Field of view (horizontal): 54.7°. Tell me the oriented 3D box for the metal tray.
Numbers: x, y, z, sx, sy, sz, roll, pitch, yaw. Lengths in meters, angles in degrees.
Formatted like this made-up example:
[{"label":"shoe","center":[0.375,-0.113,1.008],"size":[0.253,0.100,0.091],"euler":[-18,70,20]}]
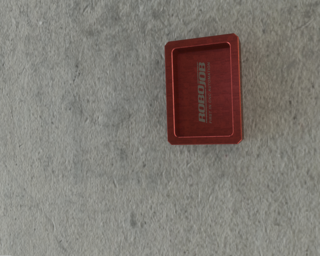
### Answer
[{"label":"metal tray","center":[0.055,-0.045,0.386],"size":[0.090,0.030,0.129],"euler":[-2,89,19]}]
